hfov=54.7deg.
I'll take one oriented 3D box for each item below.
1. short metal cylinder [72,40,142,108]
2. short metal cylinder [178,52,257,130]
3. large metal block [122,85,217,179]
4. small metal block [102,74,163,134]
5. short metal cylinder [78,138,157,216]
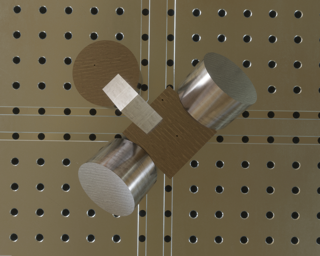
[{"bbox_3d":[-0.065,-0.066,0.397,0.081,0.050,0.079,0,90,0],"label":"short metal cylinder"},{"bbox_3d":[0.069,-0.045,0.376,0.080,0.080,0.050,43,129,0],"label":"short metal cylinder"},{"bbox_3d":[0.012,0.005,0.395,0.080,0.050,0.080,44,90,0],"label":"large metal block"},{"bbox_3d":[-0.031,-0.027,0.347,0.025,0.050,0.050,-45,47,2],"label":"small metal block"},{"bbox_3d":[-0.051,0.059,0.376,0.080,0.050,0.079,18,130,23],"label":"short metal cylinder"}]
